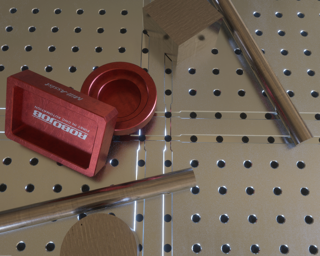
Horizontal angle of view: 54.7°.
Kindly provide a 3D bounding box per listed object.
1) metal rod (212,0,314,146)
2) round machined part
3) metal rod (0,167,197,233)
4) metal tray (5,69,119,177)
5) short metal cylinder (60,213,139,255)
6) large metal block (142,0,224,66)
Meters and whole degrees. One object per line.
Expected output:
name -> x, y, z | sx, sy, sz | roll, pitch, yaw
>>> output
metal rod -> 0.134, -0.112, 0.454 | 0.025, 0.025, 0.299 | -21, 72, -8
round machined part -> -0.053, -0.036, 0.415 | 0.099, 0.042, 0.098 | 0, 70, 0
metal rod -> -0.105, 0.093, 0.376 | 0.302, 0.025, 0.025 | -12, 71, -5
metal tray -> -0.123, -0.005, 0.379 | 0.130, 0.089, 0.030 | 24, 31, 8
short metal cylinder -> -0.064, 0.139, 0.347 | 0.081, 0.050, 0.080 | 0, 70, 0
large metal block -> 0.032, -0.153, 0.455 | 0.080, 0.050, 0.080 | -36, 74, -13
